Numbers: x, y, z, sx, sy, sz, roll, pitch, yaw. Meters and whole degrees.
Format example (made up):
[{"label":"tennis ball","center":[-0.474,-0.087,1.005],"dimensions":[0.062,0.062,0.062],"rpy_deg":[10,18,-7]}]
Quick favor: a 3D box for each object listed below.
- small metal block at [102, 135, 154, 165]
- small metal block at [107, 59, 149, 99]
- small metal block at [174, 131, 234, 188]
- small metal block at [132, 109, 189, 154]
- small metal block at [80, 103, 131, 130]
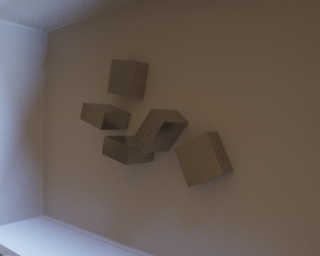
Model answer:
[{"label":"small metal block","center":[-0.043,0.029,0.426],"dimensions":[0.050,0.050,0.025],"rpy_deg":[18,101,38]},{"label":"small metal block","center":[-0.047,-0.071,0.445],"dimensions":[0.050,0.025,0.050],"rpy_deg":[15,100,39]},{"label":"small metal block","center":[0.051,0.037,0.365],"dimensions":[0.050,0.025,0.050],"rpy_deg":[-31,71,36]},{"label":"small metal block","center":[0.001,0.004,0.390],"dimensions":[0.025,0.050,0.050],"rpy_deg":[48,119,29]},{"label":"small metal block","center":[-0.080,-0.017,0.457],"dimensions":[0.050,0.050,0.025],"rpy_deg":[24,105,37]}]
